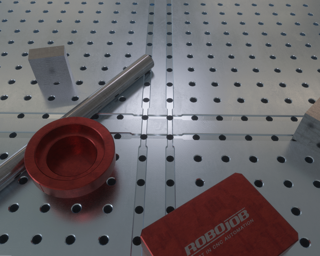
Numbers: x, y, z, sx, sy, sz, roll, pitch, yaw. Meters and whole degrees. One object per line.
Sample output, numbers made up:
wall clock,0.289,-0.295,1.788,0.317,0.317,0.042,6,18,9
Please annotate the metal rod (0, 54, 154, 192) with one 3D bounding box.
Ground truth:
metal rod,-0.111,-0.016,0.419,0.025,0.025,0.301,31,56,23

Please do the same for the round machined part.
round machined part,-0.101,0.037,0.362,0.099,0.042,0.098,2,52,-3

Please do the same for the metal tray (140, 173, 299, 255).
metal tray,0.058,0.112,0.310,0.131,0.030,0.090,-26,55,-21

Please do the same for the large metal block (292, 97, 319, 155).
large metal block,0.233,-0.003,0.396,0.080,0.050,0.080,37,59,27

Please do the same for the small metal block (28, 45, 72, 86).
small metal block,-0.165,-0.094,0.469,0.050,0.050,0.025,-9,51,-8
